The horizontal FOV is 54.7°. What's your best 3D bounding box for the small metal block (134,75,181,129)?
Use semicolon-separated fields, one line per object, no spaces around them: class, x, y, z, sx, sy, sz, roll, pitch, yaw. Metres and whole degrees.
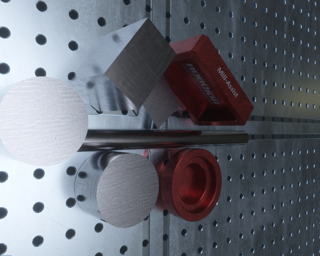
small metal block;-0.008;-0.034;0.403;0.050;0.025;0.050;-47;118;-30

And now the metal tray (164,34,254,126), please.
metal tray;0.054;-0.056;0.411;0.130;0.090;0.030;47;62;-30

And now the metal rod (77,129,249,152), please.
metal rod;0.025;0.015;0.429;0.302;0.025;0.025;1;90;-40

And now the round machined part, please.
round machined part;0.038;0.076;0.430;0.099;0.042;0.097;0;90;-40

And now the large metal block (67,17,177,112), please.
large metal block;-0.042;-0.065;0.338;0.050;0.080;0.080;47;62;-31

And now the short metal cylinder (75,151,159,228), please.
short metal cylinder;-0.048;0.067;0.352;0.081;0.050;0.080;0;90;-40

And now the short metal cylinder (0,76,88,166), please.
short metal cylinder;-0.117;-0.006;0.294;0.081;0.050;0.080;0;90;-40
